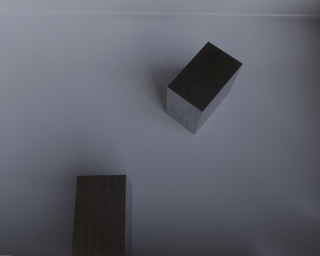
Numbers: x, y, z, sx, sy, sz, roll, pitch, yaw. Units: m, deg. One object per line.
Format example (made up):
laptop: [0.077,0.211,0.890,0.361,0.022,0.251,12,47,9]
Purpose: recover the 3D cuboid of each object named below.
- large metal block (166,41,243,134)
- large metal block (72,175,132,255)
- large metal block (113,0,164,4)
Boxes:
large metal block: [0.053,-0.048,0.398,0.050,0.080,0.080,37,74,12]
large metal block: [-0.059,0.100,0.343,0.050,0.080,0.080,-1,70,0]
large metal block: [-0.034,-0.245,0.488,0.081,0.050,0.080,0,70,0]
